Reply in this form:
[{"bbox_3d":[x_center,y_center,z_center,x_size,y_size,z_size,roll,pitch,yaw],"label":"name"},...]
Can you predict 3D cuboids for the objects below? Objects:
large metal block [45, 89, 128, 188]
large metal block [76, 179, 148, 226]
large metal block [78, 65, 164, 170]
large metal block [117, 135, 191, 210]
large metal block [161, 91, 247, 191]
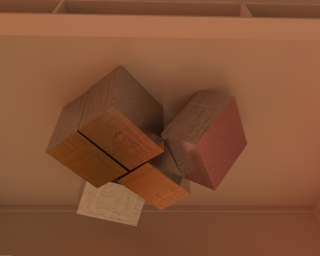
[{"bbox_3d":[-0.082,0.013,0.382,0.050,0.080,0.080,-30,124,23],"label":"large metal block"},{"bbox_3d":[-0.070,0.091,0.439,0.081,0.080,0.050,17,93,-15],"label":"large metal block"},{"bbox_3d":[-0.040,-0.012,0.360,0.050,0.080,0.080,-31,124,23],"label":"large metal block"},{"bbox_3d":[-0.007,0.048,0.411,0.050,0.080,0.080,-34,123,25],"label":"large metal block"},{"bbox_3d":[0.057,0.014,0.375,0.050,0.080,0.080,16,144,41],"label":"large metal block"}]
